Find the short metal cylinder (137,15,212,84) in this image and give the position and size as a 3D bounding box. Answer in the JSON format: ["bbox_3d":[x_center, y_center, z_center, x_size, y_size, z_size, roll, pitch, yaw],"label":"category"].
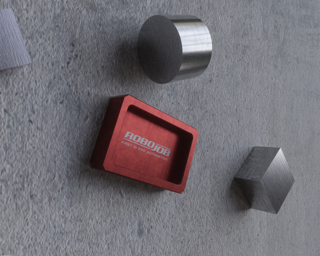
[{"bbox_3d":[0.017,-0.098,0.383,0.050,0.080,0.079,-18,102,-39],"label":"short metal cylinder"}]

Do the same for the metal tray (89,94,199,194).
[{"bbox_3d":[-0.013,0.024,0.389,0.131,0.030,0.090,25,74,-37],"label":"metal tray"}]

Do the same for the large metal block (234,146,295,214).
[{"bbox_3d":[0.185,0.089,0.543,0.080,0.050,0.080,-47,118,-30],"label":"large metal block"}]

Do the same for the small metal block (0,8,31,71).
[{"bbox_3d":[-0.152,-0.075,0.277,0.050,0.025,0.050,-25,106,-37],"label":"small metal block"}]
